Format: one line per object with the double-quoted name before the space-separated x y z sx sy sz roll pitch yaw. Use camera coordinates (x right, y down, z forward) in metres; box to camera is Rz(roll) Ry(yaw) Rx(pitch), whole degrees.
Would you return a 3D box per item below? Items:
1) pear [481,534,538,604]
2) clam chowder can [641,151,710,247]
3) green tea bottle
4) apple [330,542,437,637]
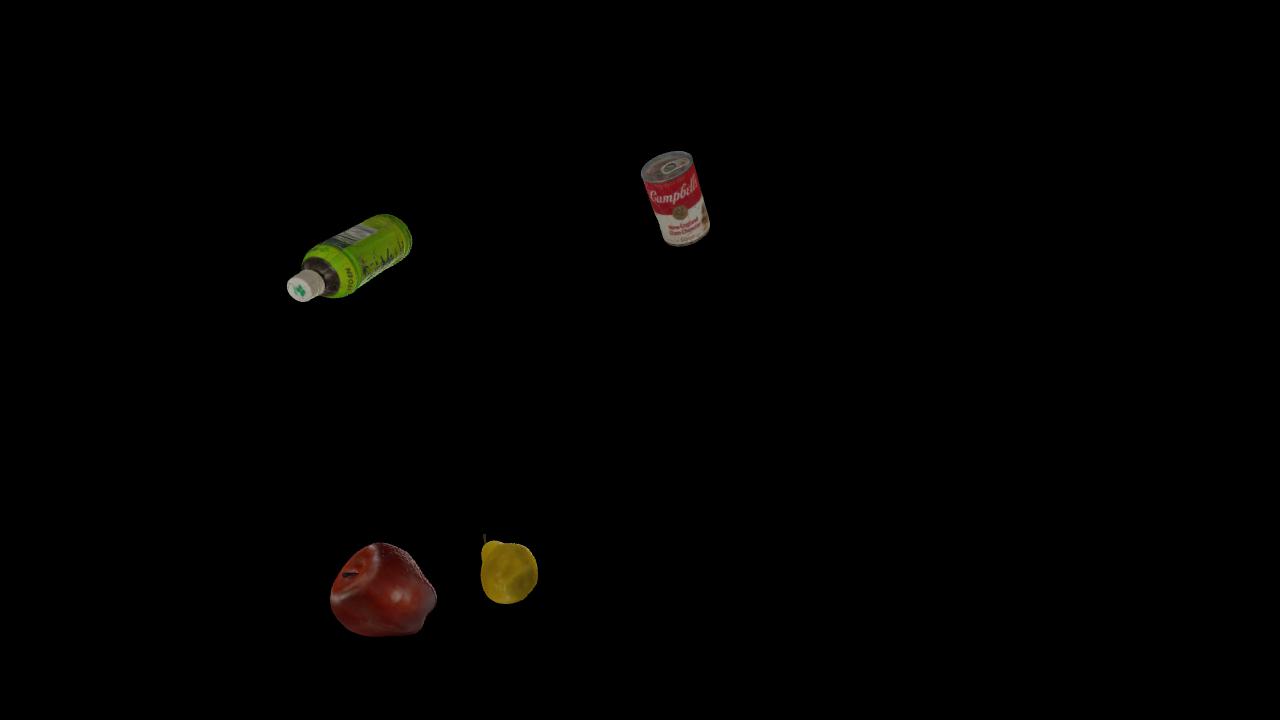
"pear" -0.189 0.277 0.830 0.080 0.080 0.111 0 11 -43
"clam chowder can" 0.048 -0.207 0.795 0.068 0.068 0.102 0 -41 24
"green tea bottle" -0.369 -0.128 0.783 0.073 0.073 0.212 0 26 11
"apple" -0.239 0.217 0.571 0.079 0.079 0.093 0 -41 45
